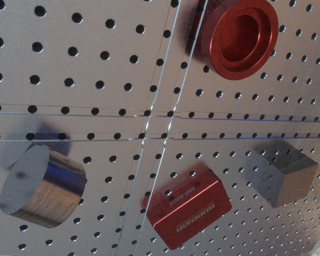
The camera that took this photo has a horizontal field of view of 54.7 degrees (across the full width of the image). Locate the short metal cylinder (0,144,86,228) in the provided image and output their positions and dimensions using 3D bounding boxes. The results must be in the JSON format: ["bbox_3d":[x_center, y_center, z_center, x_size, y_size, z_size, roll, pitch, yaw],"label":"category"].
[{"bbox_3d":[-0.130,0.064,0.345,0.080,0.080,0.050,-47,129,4],"label":"short metal cylinder"}]

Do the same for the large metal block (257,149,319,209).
[{"bbox_3d":[0.239,0.095,0.584,0.081,0.050,0.079,-12,124,-22],"label":"large metal block"}]

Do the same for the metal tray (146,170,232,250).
[{"bbox_3d":[0.052,0.140,0.523,0.130,0.030,0.090,-33,129,-7],"label":"metal tray"}]

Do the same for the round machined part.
[{"bbox_3d":[0.093,-0.112,0.381,0.099,0.042,0.097,-14,124,-21],"label":"round machined part"}]
